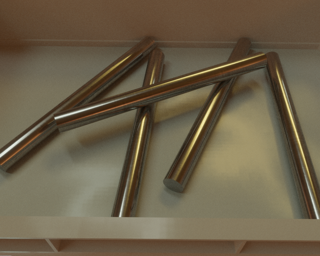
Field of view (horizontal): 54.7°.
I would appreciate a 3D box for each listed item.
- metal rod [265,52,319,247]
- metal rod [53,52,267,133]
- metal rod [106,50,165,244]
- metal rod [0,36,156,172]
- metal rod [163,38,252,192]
[{"bbox_3d":[0.172,0.001,0.406,0.025,0.025,0.300,3,50,2],"label":"metal rod"},{"bbox_3d":[0.013,-0.053,0.415,0.302,0.025,0.025,-19,53,-16],"label":"metal rod"},{"bbox_3d":[-0.023,-0.002,0.406,0.025,0.025,0.300,6,50,4],"label":"metal rod"},{"bbox_3d":[-0.104,-0.050,0.445,0.025,0.025,0.301,29,55,22],"label":"metal rod"},{"bbox_3d":[0.079,-0.039,0.438,0.025,0.025,0.301,20,53,16],"label":"metal rod"}]
